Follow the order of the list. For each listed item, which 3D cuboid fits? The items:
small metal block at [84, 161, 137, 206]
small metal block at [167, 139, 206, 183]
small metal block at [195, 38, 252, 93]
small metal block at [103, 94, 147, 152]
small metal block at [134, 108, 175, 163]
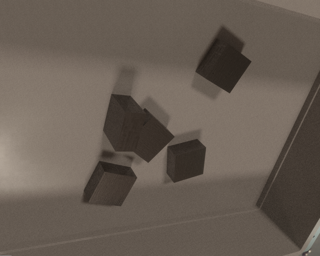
[{"bbox_3d":[-0.067,0.076,0.420,0.050,0.025,0.050,18,109,-36],"label":"small metal block"},{"bbox_3d":[0.039,0.049,0.462,0.050,0.025,0.050,-13,124,-22],"label":"small metal block"},{"bbox_3d":[0.083,-0.081,0.406,0.050,0.025,0.050,23,106,-37],"label":"small metal block"},{"bbox_3d":[-0.043,-0.007,0.366,0.025,0.050,0.050,3,117,-30],"label":"small metal block"},{"bbox_3d":[-0.018,0.010,0.407,0.050,0.025,0.050,-45,130,3],"label":"small metal block"}]
